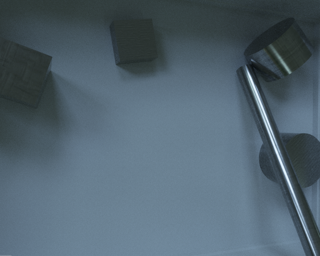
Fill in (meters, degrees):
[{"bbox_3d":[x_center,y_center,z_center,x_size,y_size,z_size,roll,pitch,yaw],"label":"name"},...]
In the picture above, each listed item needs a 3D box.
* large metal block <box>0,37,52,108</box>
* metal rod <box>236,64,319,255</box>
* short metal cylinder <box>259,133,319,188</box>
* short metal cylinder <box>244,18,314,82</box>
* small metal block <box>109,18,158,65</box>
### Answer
[{"bbox_3d":[-0.162,-0.058,0.322,0.081,0.080,0.050,19,84,-19],"label":"large metal block"},{"bbox_3d":[0.161,0.048,0.409,0.025,0.025,0.299,-7,68,-20],"label":"metal rod"},{"bbox_3d":[0.201,0.047,0.474,0.081,0.050,0.079,0,90,-21],"label":"short metal cylinder"},{"bbox_3d":[0.170,-0.112,0.446,0.080,0.080,0.050,-46,105,-14],"label":"short metal cylinder"},{"bbox_3d":[-0.034,-0.111,0.399,0.050,0.025,0.050,-10,94,-20],"label":"small metal block"}]
